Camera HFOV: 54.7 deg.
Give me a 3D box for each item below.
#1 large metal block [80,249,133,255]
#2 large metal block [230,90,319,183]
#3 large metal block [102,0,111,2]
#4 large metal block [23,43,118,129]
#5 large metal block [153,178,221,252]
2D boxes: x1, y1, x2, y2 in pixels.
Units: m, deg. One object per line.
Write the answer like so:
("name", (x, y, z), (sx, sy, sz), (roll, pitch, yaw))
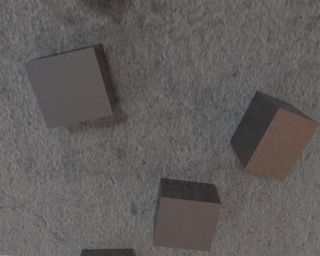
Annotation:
("large metal block", (-0.083, 0.239, 0.483), (0.081, 0.050, 0.079), (-1, 110, 0))
("large metal block", (0.136, 0.008, 0.385), (0.050, 0.080, 0.079), (21, 109, -8))
("large metal block", (-0.072, -0.192, 0.325), (0.080, 0.050, 0.080), (30, 107, -11))
("large metal block", (-0.103, -0.052, 0.376), (0.080, 0.050, 0.079), (-12, 110, 4))
("large metal block", (0.035, 0.123, 0.443), (0.081, 0.050, 0.079), (7, 110, -3))
